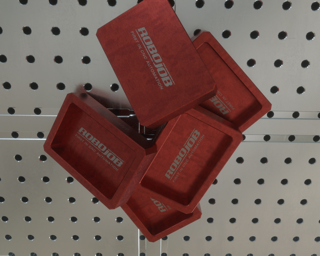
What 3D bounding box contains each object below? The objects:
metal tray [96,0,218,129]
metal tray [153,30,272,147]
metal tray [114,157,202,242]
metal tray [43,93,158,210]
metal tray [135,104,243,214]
[{"bbox_3d":[-0.005,-0.075,0.351,0.090,0.030,0.130,-29,78,9],"label":"metal tray"},{"bbox_3d":[0.065,-0.046,0.394,0.090,0.030,0.130,-42,106,13],"label":"metal tray"},{"bbox_3d":[-0.011,0.093,0.445,0.090,0.030,0.130,-31,108,10],"label":"metal tray"},{"bbox_3d":[-0.078,0.026,0.386,0.130,0.030,0.089,36,108,19],"label":"metal tray"},{"bbox_3d":[0.031,0.037,0.393,0.090,0.030,0.129,27,108,-10],"label":"metal tray"}]
